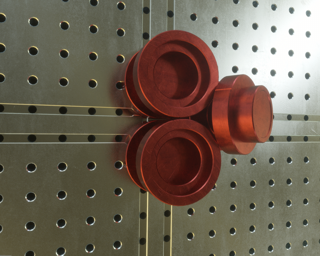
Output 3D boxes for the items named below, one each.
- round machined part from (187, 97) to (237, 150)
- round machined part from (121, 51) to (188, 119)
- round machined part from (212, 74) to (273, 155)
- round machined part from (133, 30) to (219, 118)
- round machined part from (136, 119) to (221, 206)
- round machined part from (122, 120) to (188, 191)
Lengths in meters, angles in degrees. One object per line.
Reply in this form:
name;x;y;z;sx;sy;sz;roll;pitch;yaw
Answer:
round machined part;0.087;-0.017;0.435;0.099;0.042;0.097;0;90;-20
round machined part;0.002;-0.060;0.405;0.099;0.042;0.097;0;90;-20
round machined part;0.105;-0.016;0.374;0.099;0.042;0.097;1;89;-52
round machined part;0.015;-0.060;0.364;0.099;0.042;0.097;0;90;-20
round machined part;0.019;0.038;0.365;0.099;0.042;0.097;0;90;-20
round machined part;0.003;0.038;0.405;0.099;0.042;0.097;0;90;-20
